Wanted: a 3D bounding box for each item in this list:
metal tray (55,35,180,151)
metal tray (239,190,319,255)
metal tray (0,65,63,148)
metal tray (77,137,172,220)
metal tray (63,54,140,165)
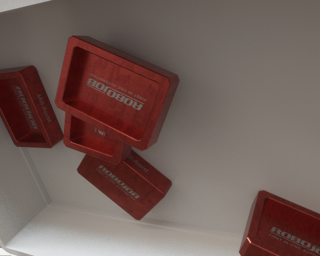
[{"bbox_3d":[-0.053,-0.042,0.358,0.130,0.030,0.089,26,113,14],"label":"metal tray"},{"bbox_3d":[0.168,0.136,0.361,0.130,0.090,0.030,22,127,14],"label":"metal tray"},{"bbox_3d":[-0.218,-0.031,0.498,0.090,0.030,0.129,0,119,28],"label":"metal tray"},{"bbox_3d":[-0.058,0.076,0.481,0.130,0.030,0.089,39,129,1],"label":"metal tray"},{"bbox_3d":[-0.077,-0.027,0.406,0.090,0.030,0.129,17,110,18],"label":"metal tray"}]
